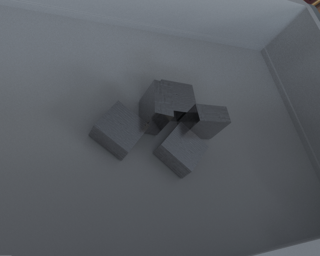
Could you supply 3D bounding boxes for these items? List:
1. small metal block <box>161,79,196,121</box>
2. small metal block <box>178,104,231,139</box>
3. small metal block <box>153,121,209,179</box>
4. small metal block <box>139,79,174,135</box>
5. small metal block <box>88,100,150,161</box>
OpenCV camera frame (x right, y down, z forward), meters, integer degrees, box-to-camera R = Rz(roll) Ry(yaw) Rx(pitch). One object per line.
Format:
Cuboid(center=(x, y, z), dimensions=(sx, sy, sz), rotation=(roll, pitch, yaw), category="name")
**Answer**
Cuboid(center=(0.023, -0.038, 0.440), dimensions=(0.050, 0.025, 0.050), rotation=(6, 59, -25), category="small metal block")
Cuboid(center=(0.060, -0.008, 0.426), dimensions=(0.050, 0.050, 0.025), rotation=(3, 61, -27), category="small metal block")
Cuboid(center=(0.028, 0.028, 0.402), dimensions=(0.050, 0.025, 0.050), rotation=(42, 51, 0), category="small metal block")
Cuboid(center=(-0.006, -0.026, 0.401), dimensions=(0.025, 0.050, 0.050), rotation=(12, 57, -22), category="small metal block")
Cuboid(center=(-0.049, 0.003, 0.376), dimensions=(0.050, 0.025, 0.050), rotation=(39, 51, -3), category="small metal block")
